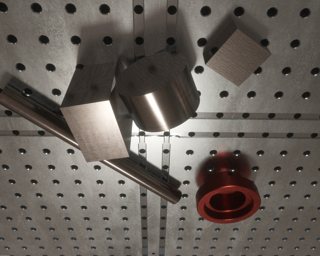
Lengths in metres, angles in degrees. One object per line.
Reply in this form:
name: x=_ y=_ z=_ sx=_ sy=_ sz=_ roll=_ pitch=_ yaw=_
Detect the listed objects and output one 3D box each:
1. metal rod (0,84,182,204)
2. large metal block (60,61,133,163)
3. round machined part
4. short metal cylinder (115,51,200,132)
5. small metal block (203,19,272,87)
metal rod: x=-0.082 y=0.035 z=0.440 sx=0.301 sy=0.025 sz=0.025 roll=36 pitch=121 yaw=-27
large metal block: x=-0.067 y=-0.019 z=0.358 sx=0.050 sy=0.080 sz=0.080 roll=-8 pitch=130 yaw=6
round machined part: x=0.106 y=0.107 z=0.494 sx=0.099 sy=0.042 sz=0.097 roll=-1 pitch=130 yaw=0
short metal cylinder: x=-0.002 y=-0.041 z=0.341 sx=0.080 sy=0.080 sz=0.050 roll=-16 pitch=128 yaw=13
small metal block: x=0.084 y=-0.082 z=0.343 sx=0.050 sy=0.025 sz=0.050 roll=28 pitch=125 yaw=-22
